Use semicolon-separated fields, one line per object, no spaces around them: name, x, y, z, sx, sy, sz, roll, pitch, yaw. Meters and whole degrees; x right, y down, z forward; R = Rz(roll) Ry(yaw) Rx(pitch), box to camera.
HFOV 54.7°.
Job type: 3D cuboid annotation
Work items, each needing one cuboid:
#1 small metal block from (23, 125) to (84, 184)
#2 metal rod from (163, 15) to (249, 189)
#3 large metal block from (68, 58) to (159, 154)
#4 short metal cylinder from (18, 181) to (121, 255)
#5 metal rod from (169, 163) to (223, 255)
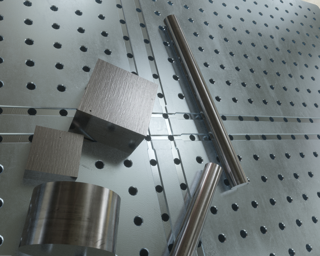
small metal block;-0.112;0.030;0.330;0.050;0.025;0.050;13;56;-21
metal rod;0.063;-0.053;0.474;0.025;0.025;0.299;-5;64;-31
large metal block;-0.055;-0.026;0.378;0.080;0.050;0.080;22;54;-15
short metal cylinder;-0.078;0.086;0.278;0.081;0.080;0.050;15;56;-20
metal rod;0.013;0.157;0.319;0.025;0.025;0.301;34;51;-6
